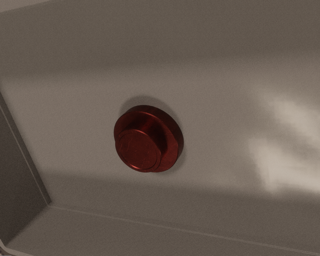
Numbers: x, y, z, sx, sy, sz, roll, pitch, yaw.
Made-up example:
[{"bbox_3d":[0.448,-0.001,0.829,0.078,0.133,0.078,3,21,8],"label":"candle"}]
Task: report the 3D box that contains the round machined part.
[{"bbox_3d":[-0.021,0.021,0.421,0.098,0.042,0.097,13,124,20],"label":"round machined part"}]
